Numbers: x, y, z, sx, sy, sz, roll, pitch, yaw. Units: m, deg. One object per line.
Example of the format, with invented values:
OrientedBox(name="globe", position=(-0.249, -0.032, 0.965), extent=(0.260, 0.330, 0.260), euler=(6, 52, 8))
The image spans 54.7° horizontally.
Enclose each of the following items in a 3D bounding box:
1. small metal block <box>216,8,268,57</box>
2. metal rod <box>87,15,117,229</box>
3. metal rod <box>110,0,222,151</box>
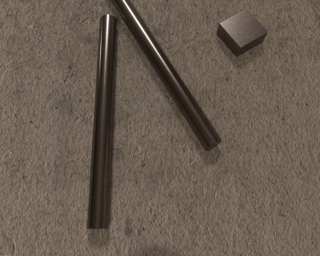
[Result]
OrientedBox(name="small metal block", position=(0.122, -0.142, 0.461), extent=(0.050, 0.025, 0.050), euler=(-31, 73, -11))
OrientedBox(name="metal rod", position=(-0.075, -0.022, 0.415), extent=(0.025, 0.025, 0.299), euler=(-1, 70, -1))
OrientedBox(name="metal rod", position=(-0.003, -0.100, 0.444), extent=(0.025, 0.025, 0.299), euler=(-28, 73, -10))
